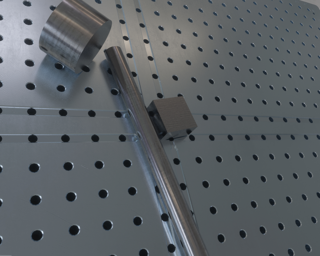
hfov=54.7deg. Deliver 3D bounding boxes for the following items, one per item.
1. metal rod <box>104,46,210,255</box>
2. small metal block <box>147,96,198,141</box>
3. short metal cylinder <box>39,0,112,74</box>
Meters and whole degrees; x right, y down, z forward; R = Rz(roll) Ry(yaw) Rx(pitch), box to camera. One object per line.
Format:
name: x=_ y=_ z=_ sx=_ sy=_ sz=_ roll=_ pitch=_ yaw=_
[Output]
metal rod: x=-0.010 y=0.022 z=0.389 sx=0.025 sy=0.025 sz=0.299 roll=-11 pitch=67 yaw=-33
small metal block: x=0.016 y=-0.014 z=0.425 sx=0.050 sy=0.025 sz=0.050 roll=-11 pitch=67 yaw=-33
short metal cylinder: x=-0.104 y=-0.115 z=0.387 sx=0.050 sy=0.080 sz=0.080 roll=35 pitch=51 yaw=-6
